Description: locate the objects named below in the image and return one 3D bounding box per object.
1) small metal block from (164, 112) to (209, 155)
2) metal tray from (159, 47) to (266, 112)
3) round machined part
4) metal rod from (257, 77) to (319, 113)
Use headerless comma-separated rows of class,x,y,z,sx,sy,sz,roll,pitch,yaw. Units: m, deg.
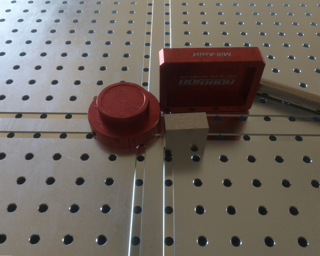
small metal block,0.031,0.007,0.386,0.050,0.050,0.025,-3,50,-3
metal tray,0.065,-0.063,0.419,0.131,0.089,0.030,-1,50,-2
round machined part,-0.048,-0.024,0.416,0.099,0.042,0.098,0,50,0
metal rod,0.162,-0.059,0.459,0.301,0.025,0.025,21,53,16
